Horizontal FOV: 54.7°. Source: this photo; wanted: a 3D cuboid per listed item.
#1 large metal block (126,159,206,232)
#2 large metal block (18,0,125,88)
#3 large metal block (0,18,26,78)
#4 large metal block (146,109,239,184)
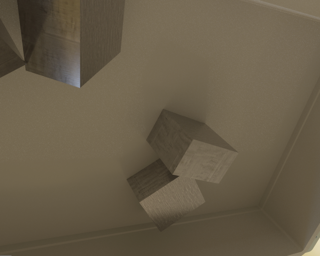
[{"bbox_3d":[0.010,0.092,0.455,0.080,0.050,0.080,-32,129,-7],"label":"large metal block"},{"bbox_3d":[-0.070,-0.093,0.261,0.050,0.080,0.079,18,129,9],"label":"large metal block"},{"bbox_3d":[-0.151,-0.082,0.218,0.050,0.080,0.080,-31,168,-8],"label":"large metal block"},{"bbox_3d":[0.041,0.024,0.410,0.081,0.080,0.050,17,109,-35],"label":"large metal block"}]
